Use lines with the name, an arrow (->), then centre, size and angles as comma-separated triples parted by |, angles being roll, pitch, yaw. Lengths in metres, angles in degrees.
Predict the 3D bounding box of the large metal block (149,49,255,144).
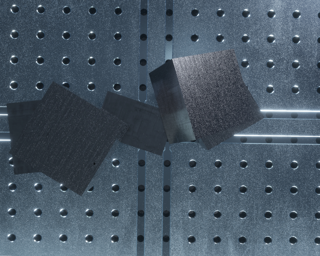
large metal block -> 0.045, -0.034, 0.333 | 0.081, 0.050, 0.080 | -16, 91, -29

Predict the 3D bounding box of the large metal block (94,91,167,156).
large metal block -> -0.029, -0.005, 0.385 | 0.080, 0.080, 0.050 | 19, 90, -1

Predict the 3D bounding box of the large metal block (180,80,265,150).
large metal block -> 0.073, -0.027, 0.402 | 0.080, 0.050, 0.080 | -30, 90, 0

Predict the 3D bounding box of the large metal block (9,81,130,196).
large metal block -> -0.088, 0.010, 0.319 | 0.080, 0.050, 0.080 | 31, 90, 0

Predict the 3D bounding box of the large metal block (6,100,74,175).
large metal block -> -0.141, 0.009, 0.384 | 0.050, 0.080, 0.079 | -6, 90, 0
